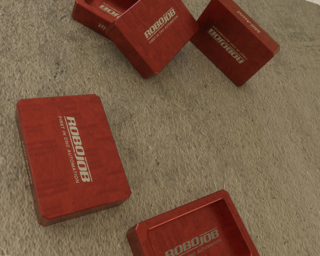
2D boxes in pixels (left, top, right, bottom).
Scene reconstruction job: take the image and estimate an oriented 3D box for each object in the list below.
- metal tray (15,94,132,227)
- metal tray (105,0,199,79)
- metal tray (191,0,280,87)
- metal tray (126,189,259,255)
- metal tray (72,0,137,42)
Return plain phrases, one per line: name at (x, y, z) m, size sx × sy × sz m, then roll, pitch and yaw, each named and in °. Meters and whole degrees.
metal tray at (-0.094, 0.028, 0.333) m, size 0.091 × 0.030 × 0.130 m, roll -8°, pitch 66°, yaw -32°
metal tray at (-0.006, -0.146, 0.455) m, size 0.090 × 0.030 × 0.130 m, roll 49°, pitch 57°, yaw -18°
metal tray at (0.118, -0.143, 0.512) m, size 0.130 × 0.090 × 0.030 m, roll 45°, pitch 51°, yaw 3°
metal tray at (0.039, 0.130, 0.341) m, size 0.131 × 0.030 × 0.090 m, roll -12°, pitch 68°, yaw -33°
metal tray at (-0.055, -0.170, 0.474) m, size 0.131 × 0.030 × 0.090 m, roll 28°, pitch 52°, yaw -11°
